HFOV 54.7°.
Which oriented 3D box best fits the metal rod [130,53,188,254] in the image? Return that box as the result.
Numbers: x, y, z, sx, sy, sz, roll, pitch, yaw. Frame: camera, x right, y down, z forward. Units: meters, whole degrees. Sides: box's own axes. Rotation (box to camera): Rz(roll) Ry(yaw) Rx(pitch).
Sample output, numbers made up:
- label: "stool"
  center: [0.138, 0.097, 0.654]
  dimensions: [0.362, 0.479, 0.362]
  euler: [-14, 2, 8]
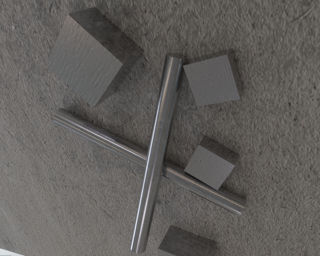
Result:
- label: "metal rod"
  center: [-0.007, 0.051, 0.411]
  dimensions: [0.025, 0.025, 0.298]
  euler: [19, 117, 17]

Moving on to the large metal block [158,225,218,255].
- label: "large metal block"
  center: [0.043, 0.216, 0.501]
  dimensions: [0.080, 0.050, 0.079]
  euler: [14, 124, 20]

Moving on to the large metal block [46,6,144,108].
- label: "large metal block"
  center: [-0.081, -0.086, 0.380]
  dimensions: [0.080, 0.050, 0.080]
  euler: [42, 129, -1]

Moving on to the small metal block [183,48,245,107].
- label: "small metal block"
  center: [0.060, -0.055, 0.341]
  dimensions: [0.050, 0.025, 0.050]
  euler: [-8, 114, 32]

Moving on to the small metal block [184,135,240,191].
- label: "small metal block"
  center: [0.066, 0.045, 0.400]
  dimensions: [0.050, 0.025, 0.050]
  euler: [30, 128, 8]

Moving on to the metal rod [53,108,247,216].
- label: "metal rod"
  center: [-0.023, 0.044, 0.445]
  dimensions: [0.301, 0.025, 0.025]
  euler: [25, 127, 12]
